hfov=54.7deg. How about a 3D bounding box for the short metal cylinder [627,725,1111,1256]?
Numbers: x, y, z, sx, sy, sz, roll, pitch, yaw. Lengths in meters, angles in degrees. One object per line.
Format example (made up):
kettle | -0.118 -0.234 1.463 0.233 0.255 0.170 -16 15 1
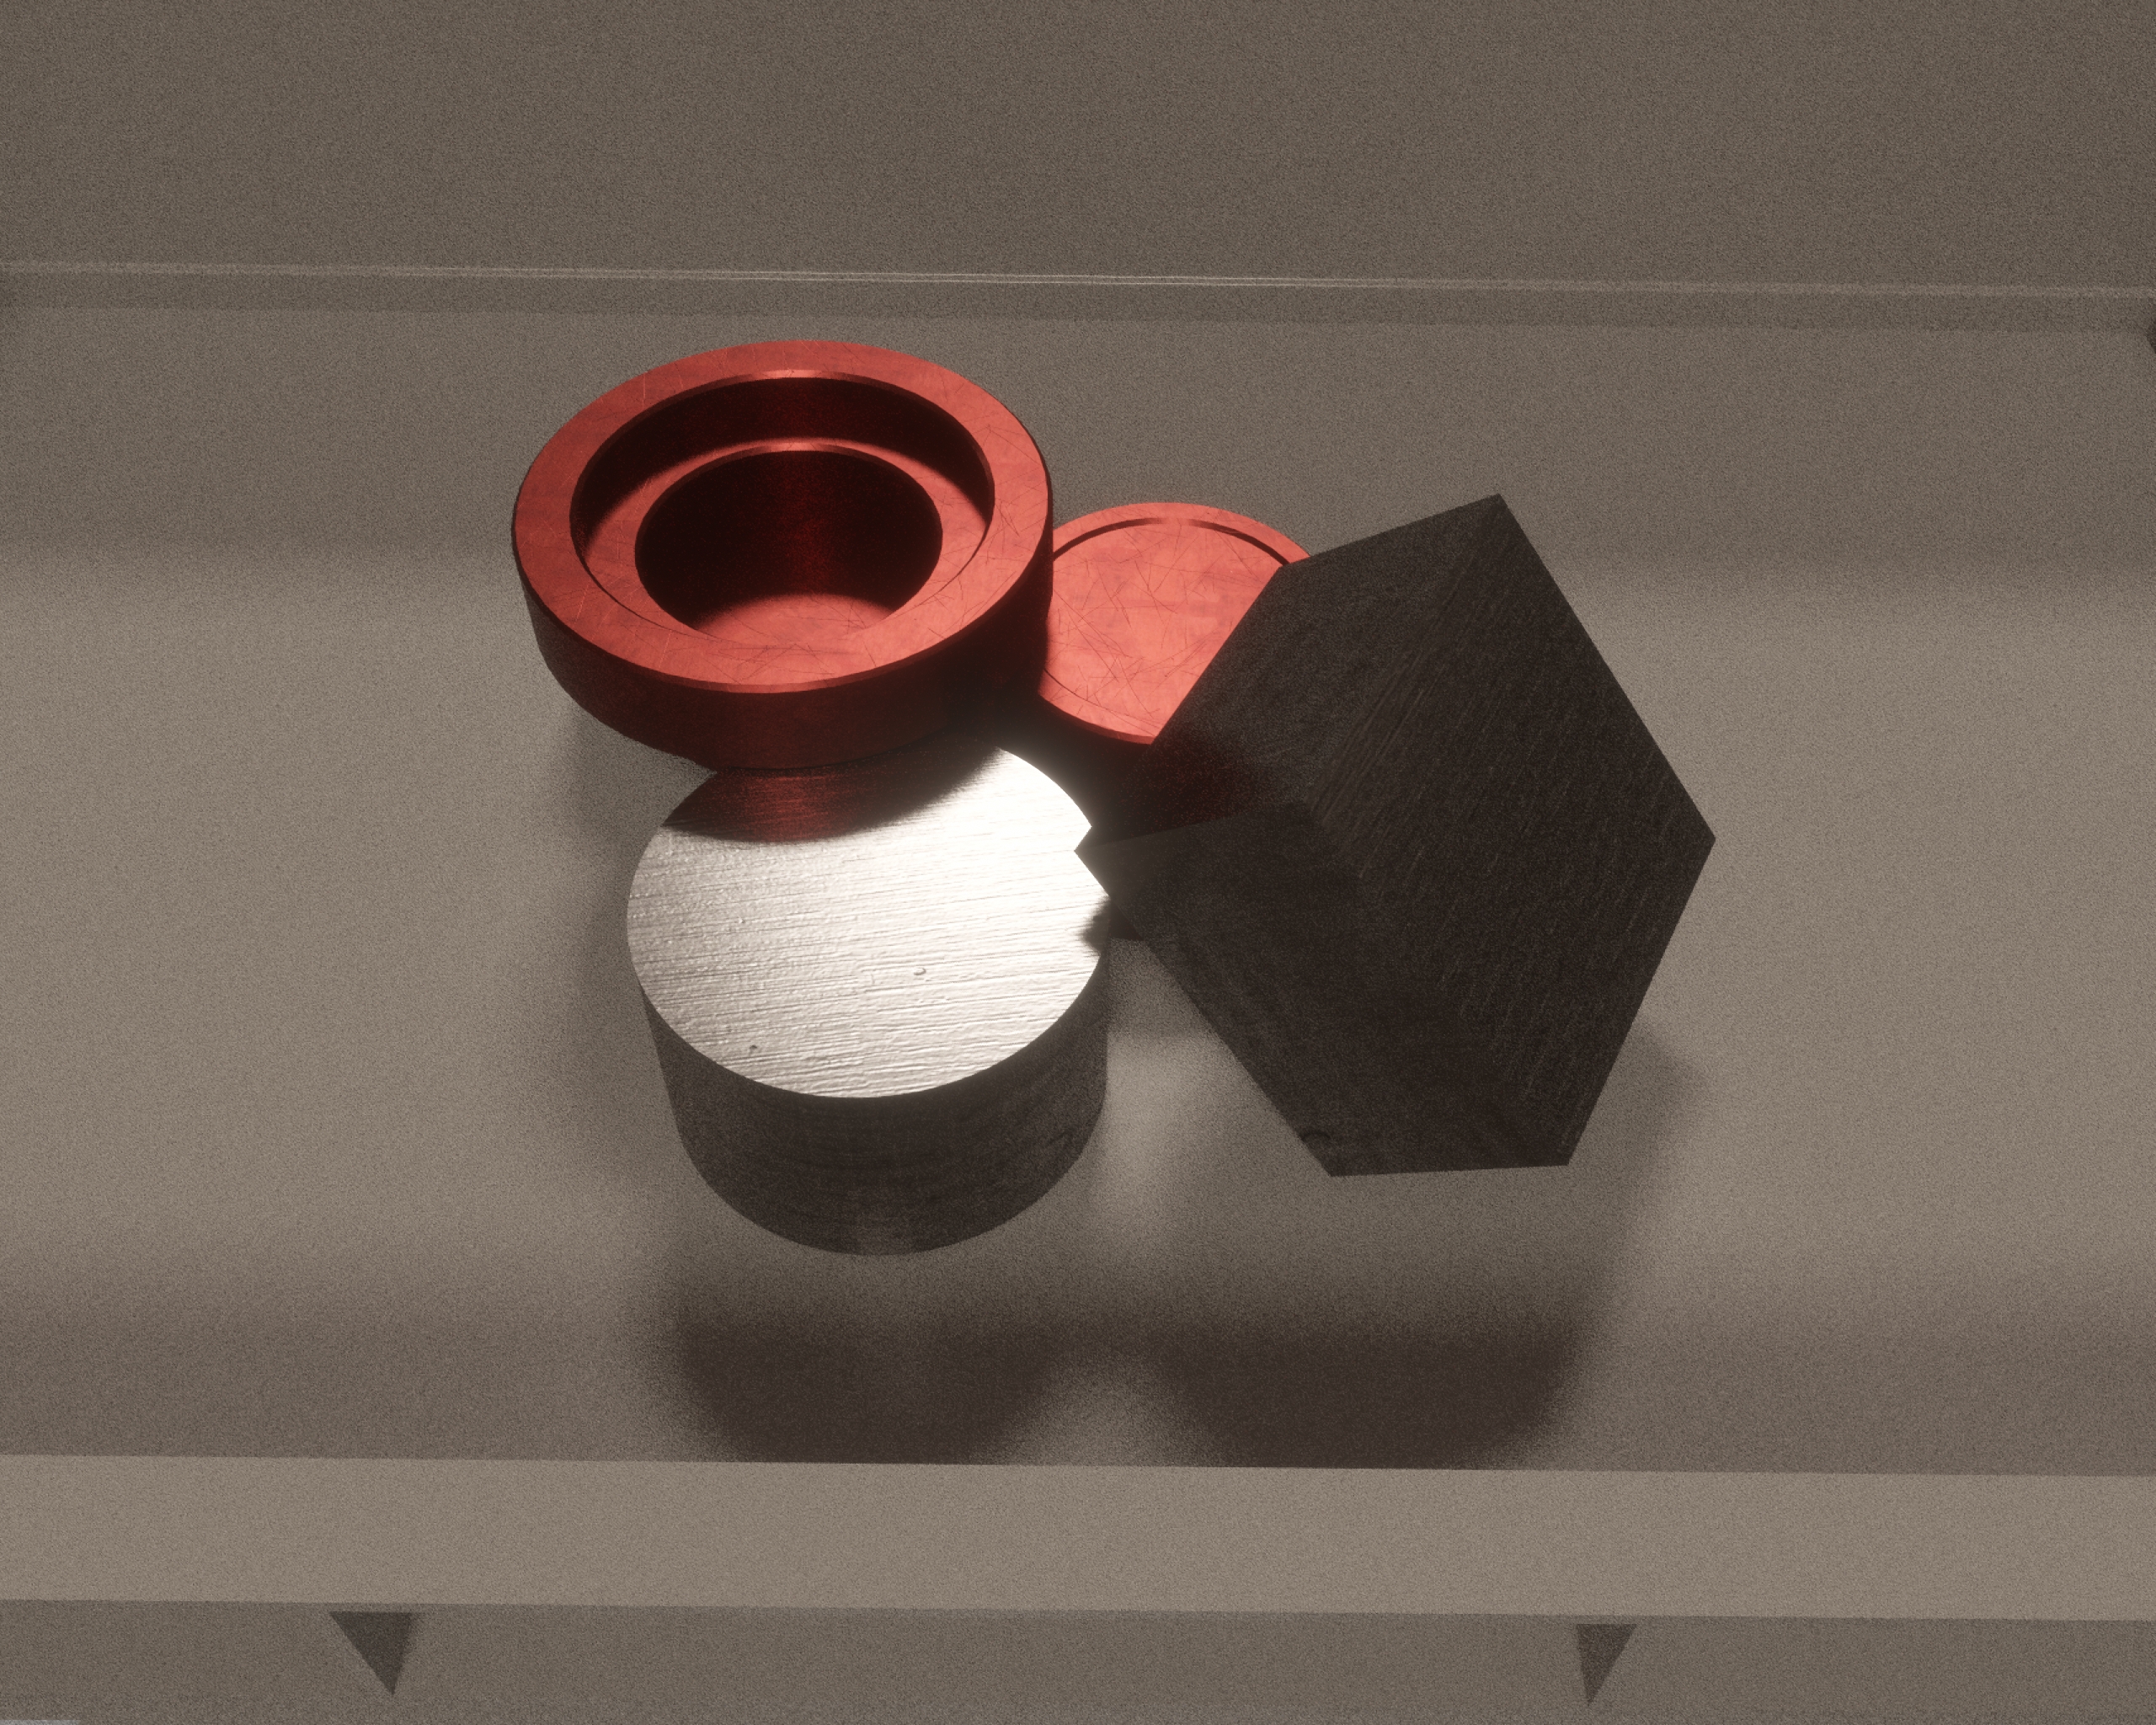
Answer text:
short metal cylinder | -0.035 0.022 0.368 0.081 0.050 0.080 0 50 0

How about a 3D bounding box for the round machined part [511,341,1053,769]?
round machined part | -0.054 -0.053 0.398 0.099 0.042 0.098 0 50 0

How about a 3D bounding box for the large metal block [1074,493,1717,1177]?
large metal block | 0.058 -0.003 0.362 0.050 0.080 0.080 -13 33 46

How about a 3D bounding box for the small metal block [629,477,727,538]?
small metal block | -0.082 -0.067 0.441 0.025 0.050 0.050 37 59 26

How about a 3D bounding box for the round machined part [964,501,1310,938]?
round machined part | 0.018 -0.035 0.419 0.099 0.042 0.098 0 50 0
